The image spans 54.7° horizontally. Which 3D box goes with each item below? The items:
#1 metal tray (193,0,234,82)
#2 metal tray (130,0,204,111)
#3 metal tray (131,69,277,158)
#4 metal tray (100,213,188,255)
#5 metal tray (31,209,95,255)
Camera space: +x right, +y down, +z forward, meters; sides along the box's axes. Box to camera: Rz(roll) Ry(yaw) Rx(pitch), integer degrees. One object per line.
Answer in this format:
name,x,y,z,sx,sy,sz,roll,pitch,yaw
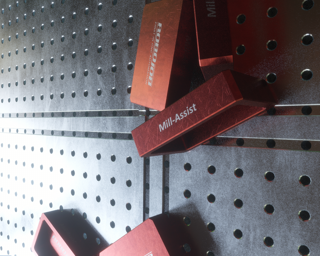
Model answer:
metal tray,0.054,-0.119,0.319,0.030,0.090,0.129,-6,86,12
metal tray,0.005,-0.088,0.383,0.090,0.030,0.129,21,104,56
metal tray,0.045,-0.010,0.328,0.130,0.091,0.030,-32,71,35
metal tray,-0.022,0.186,0.422,0.129,0.030,0.090,-43,65,31
metal tray,-0.175,0.220,0.546,0.130,0.030,0.089,35,111,34
